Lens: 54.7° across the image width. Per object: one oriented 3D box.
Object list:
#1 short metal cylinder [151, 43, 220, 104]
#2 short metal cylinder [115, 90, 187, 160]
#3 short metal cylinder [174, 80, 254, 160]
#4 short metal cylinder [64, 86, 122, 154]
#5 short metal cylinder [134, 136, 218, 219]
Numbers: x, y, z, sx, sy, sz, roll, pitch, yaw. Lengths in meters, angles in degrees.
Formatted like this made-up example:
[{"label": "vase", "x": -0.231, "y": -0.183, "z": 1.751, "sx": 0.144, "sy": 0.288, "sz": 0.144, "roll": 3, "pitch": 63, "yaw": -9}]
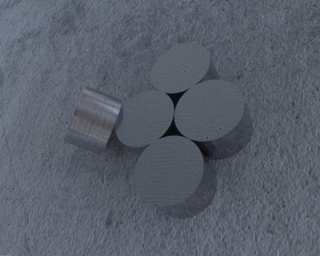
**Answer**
[{"label": "short metal cylinder", "x": 0.035, "y": -0.065, "z": 0.411, "sx": 0.080, "sy": 0.050, "sz": 0.080, "roll": -13, "pitch": 56, "yaw": 21}, {"label": "short metal cylinder", "x": -0.009, "y": -0.001, "z": 0.395, "sx": 0.080, "sy": 0.050, "sz": 0.080, "roll": -13, "pitch": 56, "yaw": 21}, {"label": "short metal cylinder", "x": 0.064, "y": -0.009, "z": 0.362, "sx": 0.080, "sy": 0.050, "sz": 0.080, "roll": -13, "pitch": 56, "yaw": 21}, {"label": "short metal cylinder", "x": -0.090, "y": -0.010, "z": 0.416, "sx": 0.080, "sy": 0.050, "sz": 0.080, "roll": -157, "pitch": 89, "yaw": -78}, {"label": "short metal cylinder", "x": 0.018, "y": 0.055, "z": 0.346, "sx": 0.080, "sy": 0.050, "sz": 0.080, "roll": -13, "pitch": 56, "yaw": 21}]
